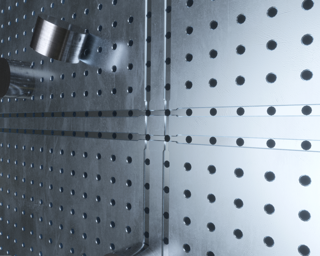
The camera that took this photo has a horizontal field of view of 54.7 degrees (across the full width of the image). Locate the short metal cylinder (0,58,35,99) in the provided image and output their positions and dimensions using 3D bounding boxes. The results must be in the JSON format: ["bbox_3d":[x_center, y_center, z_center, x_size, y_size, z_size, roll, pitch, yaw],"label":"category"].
[{"bbox_3d":[-0.301,-0.101,0.637,0.080,0.050,0.079,0,90,39],"label":"short metal cylinder"}]

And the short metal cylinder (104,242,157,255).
[{"bbox_3d":[-0.041,0.205,0.425,0.080,0.050,0.079,0,90,39],"label":"short metal cylinder"}]

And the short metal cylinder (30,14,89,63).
[{"bbox_3d":[-0.164,-0.146,0.506,0.080,0.081,0.050,37,113,33],"label":"short metal cylinder"}]
